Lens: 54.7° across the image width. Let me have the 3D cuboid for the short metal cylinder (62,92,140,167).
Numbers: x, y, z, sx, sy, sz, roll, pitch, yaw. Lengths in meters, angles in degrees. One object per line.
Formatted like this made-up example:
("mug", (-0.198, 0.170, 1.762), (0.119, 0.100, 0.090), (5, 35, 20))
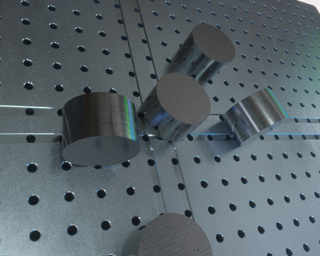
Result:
("short metal cylinder", (-0.064, 0.004, 0.337), (0.081, 0.080, 0.050), (5, 60, -26))

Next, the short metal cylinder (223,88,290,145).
("short metal cylinder", (0.142, -0.016, 0.461), (0.081, 0.080, 0.050), (-18, 71, -35))

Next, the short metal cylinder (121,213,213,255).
("short metal cylinder", (0.006, 0.133, 0.316), (0.081, 0.050, 0.080), (14, 56, -21))

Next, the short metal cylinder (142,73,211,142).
("short metal cylinder", (0.021, -0.028, 0.423), (0.081, 0.050, 0.080), (14, 56, -21))

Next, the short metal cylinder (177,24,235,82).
("short metal cylinder", (0.076, -0.124, 0.511), (0.081, 0.050, 0.080), (14, 56, -21))
